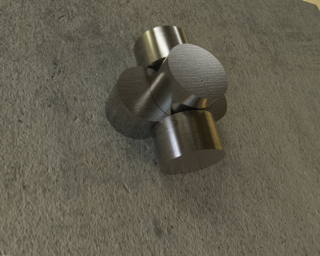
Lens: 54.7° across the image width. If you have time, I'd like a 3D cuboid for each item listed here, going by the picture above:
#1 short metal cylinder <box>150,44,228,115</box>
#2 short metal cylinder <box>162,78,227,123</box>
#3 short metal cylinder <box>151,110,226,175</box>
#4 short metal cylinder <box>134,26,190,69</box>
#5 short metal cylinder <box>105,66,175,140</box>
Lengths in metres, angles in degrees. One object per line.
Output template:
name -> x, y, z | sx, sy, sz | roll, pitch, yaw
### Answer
short metal cylinder -> 0.035, -0.055, 0.378 | 0.081, 0.050, 0.080 | 14, 56, -21
short metal cylinder -> 0.046, -0.032, 0.435 | 0.081, 0.050, 0.080 | 14, 56, -21
short metal cylinder -> 0.034, 0.020, 0.378 | 0.081, 0.080, 0.050 | 0, 62, -29
short metal cylinder -> 0.007, -0.096, 0.434 | 0.081, 0.080, 0.050 | 0, 62, -29
short metal cylinder -> -0.024, -0.031, 0.396 | 0.081, 0.050, 0.080 | 14, 56, -21
